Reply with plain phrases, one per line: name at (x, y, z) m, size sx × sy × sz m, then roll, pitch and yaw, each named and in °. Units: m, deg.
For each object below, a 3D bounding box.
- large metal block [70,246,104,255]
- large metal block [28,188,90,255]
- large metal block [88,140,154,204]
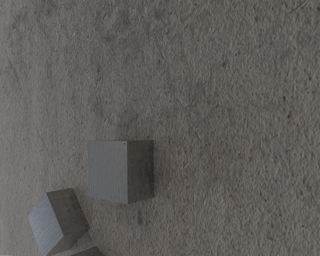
large metal block at (-0.108, 0.248, 0.478) m, size 0.080 × 0.050 × 0.079 m, roll 35°, pitch 112°, yaw 34°
large metal block at (-0.176, 0.163, 0.534) m, size 0.080 × 0.050 × 0.080 m, roll -48°, pitch 62°, yaw 29°
large metal block at (-0.056, 0.057, 0.435) m, size 0.080 × 0.050 × 0.080 m, roll -1°, pitch 89°, yaw 40°
